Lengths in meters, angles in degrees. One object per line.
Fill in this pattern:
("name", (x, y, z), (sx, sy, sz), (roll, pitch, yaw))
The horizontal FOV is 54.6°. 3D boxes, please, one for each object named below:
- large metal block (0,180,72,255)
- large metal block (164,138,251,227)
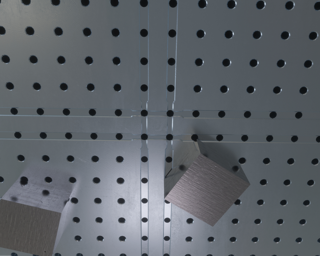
("large metal block", (-0.181, 0.130, 0.447), (0.080, 0.050, 0.079), (15, 109, -6))
("large metal block", (0.061, 0.075, 0.428), (0.080, 0.050, 0.080), (32, 107, -11))
